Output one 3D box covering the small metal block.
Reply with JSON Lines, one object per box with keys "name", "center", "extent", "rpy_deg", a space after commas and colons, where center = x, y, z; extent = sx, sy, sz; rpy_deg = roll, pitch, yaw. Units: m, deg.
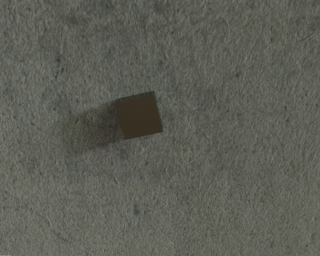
{"name": "small metal block", "center": [-0.026, -0.017, 0.403], "extent": [0.050, 0.025, 0.050], "rpy_deg": [-12, 110, 4]}
